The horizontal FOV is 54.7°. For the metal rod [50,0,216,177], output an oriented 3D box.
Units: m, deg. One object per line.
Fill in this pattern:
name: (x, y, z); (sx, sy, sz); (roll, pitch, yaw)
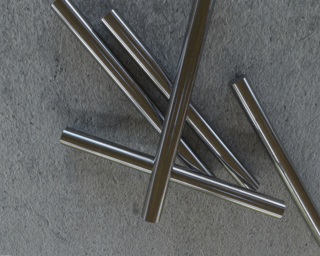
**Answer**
metal rod: (-0.023, -0.035, 0.396); (0.025, 0.025, 0.300); (-36, 106, 12)

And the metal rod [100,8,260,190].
metal rod: (0.035, -0.024, 0.401); (0.025, 0.025, 0.300); (-38, 106, 13)

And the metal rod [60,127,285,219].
metal rod: (0.016, 0.058, 0.409); (0.301, 0.025, 0.025); (19, 109, 1)

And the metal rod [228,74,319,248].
metal rod: (0.176, 0.058, 0.432); (0.025, 0.025, 0.299); (-31, 108, 10)

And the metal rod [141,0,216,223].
metal rod: (0.023, -0.029, 0.370); (0.025, 0.025, 0.298); (13, 99, -5)
